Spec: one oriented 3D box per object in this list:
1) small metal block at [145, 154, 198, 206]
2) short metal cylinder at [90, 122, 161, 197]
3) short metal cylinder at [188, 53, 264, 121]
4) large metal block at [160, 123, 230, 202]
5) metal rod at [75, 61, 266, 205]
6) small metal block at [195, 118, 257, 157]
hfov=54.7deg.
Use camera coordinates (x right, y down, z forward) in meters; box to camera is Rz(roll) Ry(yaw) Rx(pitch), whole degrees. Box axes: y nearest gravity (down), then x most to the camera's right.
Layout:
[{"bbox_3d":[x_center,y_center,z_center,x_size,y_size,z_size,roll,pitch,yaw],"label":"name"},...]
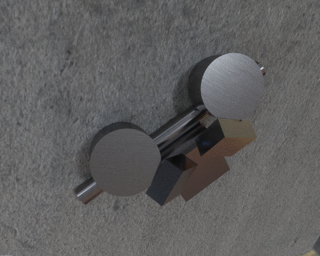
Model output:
[{"bbox_3d":[0.015,0.061,0.376,0.050,0.025,0.050,-61,159,16],"label":"small metal block"},{"bbox_3d":[-0.043,0.036,0.374,0.081,0.050,0.079,-2,100,-13],"label":"short metal cylinder"},{"bbox_3d":[0.081,-0.051,0.387,0.081,0.050,0.079,-2,100,-12],"label":"short metal cylinder"},{"bbox_3d":[0.043,0.046,0.444,0.080,0.050,0.080,-36,130,-5],"label":"large metal block"},{"bbox_3d":[0.018,0.004,0.421,0.301,0.025,0.025,-36,129,-5],"label":"metal rod"},{"bbox_3d":[0.080,0.013,0.381,0.050,0.025,0.050,2,148,-30],"label":"small metal block"}]
